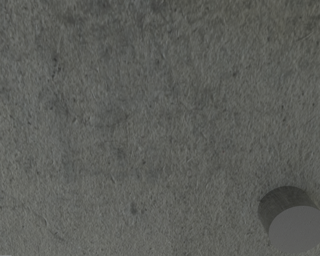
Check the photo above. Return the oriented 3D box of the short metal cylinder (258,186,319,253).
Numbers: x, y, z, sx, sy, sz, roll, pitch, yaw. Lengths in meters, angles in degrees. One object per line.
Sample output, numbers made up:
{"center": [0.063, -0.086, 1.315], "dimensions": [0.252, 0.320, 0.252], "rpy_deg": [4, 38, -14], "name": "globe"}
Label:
{"center": [0.189, 0.132, 0.448], "dimensions": [0.081, 0.050, 0.079], "rpy_deg": [0, 110, -1], "name": "short metal cylinder"}
